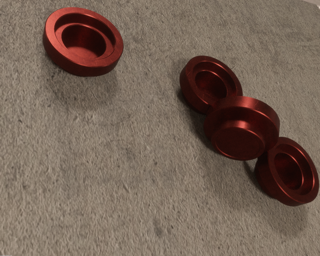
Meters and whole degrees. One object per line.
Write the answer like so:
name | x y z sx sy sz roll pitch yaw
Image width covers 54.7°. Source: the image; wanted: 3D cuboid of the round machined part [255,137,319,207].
round machined part | 0.178 0.065 0.449 0.099 0.042 0.098 15 57 -24

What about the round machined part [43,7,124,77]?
round machined part | -0.101 -0.106 0.404 0.099 0.042 0.098 14 56 -21

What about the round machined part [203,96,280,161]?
round machined part | 0.106 0.007 0.412 0.098 0.097 0.042 30 52 -10

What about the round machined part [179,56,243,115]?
round machined part | 0.072 -0.058 0.470 0.099 0.042 0.098 14 56 -21
